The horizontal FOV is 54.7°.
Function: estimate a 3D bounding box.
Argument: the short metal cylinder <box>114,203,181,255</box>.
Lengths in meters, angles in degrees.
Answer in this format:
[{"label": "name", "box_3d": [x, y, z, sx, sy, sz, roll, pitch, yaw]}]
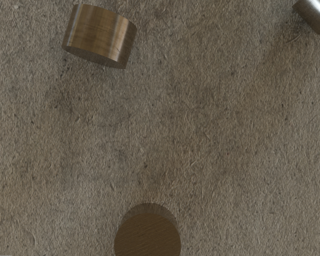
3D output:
[{"label": "short metal cylinder", "box_3d": [-0.015, 0.142, 0.397, 0.081, 0.050, 0.080, 0, 90, 0]}]

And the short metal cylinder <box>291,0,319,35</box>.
[{"label": "short metal cylinder", "box_3d": [0.214, -0.163, 0.384, 0.080, 0.080, 0.050, -43, 90, 0]}]

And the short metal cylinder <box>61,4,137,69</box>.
[{"label": "short metal cylinder", "box_3d": [-0.074, -0.110, 0.382, 0.080, 0.080, 0.050, 16, 90, 0]}]
